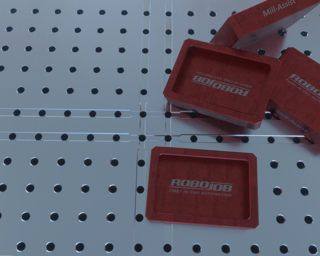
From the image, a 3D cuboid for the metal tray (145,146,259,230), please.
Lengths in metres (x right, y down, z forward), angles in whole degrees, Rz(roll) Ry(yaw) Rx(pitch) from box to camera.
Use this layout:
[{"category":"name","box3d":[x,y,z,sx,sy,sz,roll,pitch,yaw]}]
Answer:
[{"category":"metal tray","box3d":[0.051,0.074,0.382,0.131,0.030,0.090,4,70,1]}]

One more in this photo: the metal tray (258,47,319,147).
[{"category":"metal tray","box3d":[0.205,-0.042,0.427,0.130,0.030,0.090,38,74,12]}]

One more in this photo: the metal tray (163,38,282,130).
[{"category":"metal tray","box3d":[0.081,-0.060,0.410,0.130,0.030,0.090,19,80,18]}]

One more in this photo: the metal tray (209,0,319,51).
[{"category":"metal tray","box3d":[0.142,-0.146,0.429,0.131,0.090,0.030,-26,88,-10]}]
